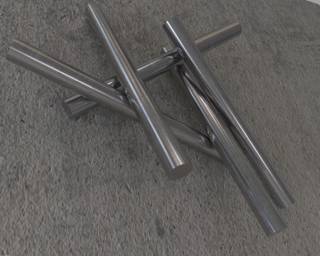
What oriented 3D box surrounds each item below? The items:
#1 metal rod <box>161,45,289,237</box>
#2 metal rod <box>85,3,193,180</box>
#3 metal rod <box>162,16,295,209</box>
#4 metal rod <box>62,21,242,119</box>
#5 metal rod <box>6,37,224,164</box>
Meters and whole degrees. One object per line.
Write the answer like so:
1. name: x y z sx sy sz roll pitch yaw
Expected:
1. metal rod: 0.069 -0.004 0.407 0.025 0.025 0.299 -5 53 -31
2. metal rod: -0.040 -0.066 0.370 0.025 0.025 0.300 -4 47 -30
3. metal rod: 0.096 -0.018 0.425 0.025 0.025 0.299 -37 95 -38
4. metal rod: 0.007 -0.090 0.429 0.302 0.025 0.025 -31 79 -27
5. metal rod: -0.026 -0.020 0.373 0.302 0.025 0.025 26 52 -23
